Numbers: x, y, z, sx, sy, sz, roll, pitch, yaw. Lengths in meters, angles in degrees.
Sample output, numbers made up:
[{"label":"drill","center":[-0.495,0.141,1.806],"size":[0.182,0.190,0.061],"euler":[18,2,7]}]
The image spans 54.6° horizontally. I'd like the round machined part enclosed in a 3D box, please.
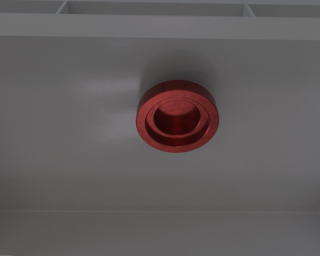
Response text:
[{"label":"round machined part","center":[0.021,-0.018,0.382],"size":[0.099,0.042,0.097],"euler":[0,130,0]}]
